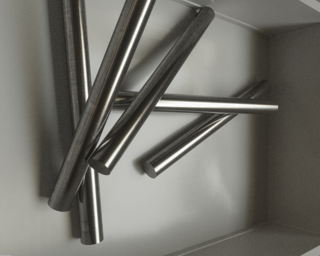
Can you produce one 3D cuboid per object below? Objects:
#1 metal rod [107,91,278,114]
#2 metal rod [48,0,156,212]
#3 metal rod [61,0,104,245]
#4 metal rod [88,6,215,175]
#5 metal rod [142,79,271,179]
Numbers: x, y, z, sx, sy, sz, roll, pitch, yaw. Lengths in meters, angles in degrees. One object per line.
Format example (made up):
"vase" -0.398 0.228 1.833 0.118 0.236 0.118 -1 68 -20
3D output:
"metal rod" 0.064 -0.033 0.441 0.303 0.025 0.025 -1 91 -34
"metal rod" -0.045 -0.053 0.292 0.025 0.025 0.298 14 105 -40
"metal rod" -0.085 -0.024 0.336 0.025 0.025 0.298 -7 94 -40
"metal rod" 0.006 -0.067 0.383 0.025 0.025 0.301 53 50 -27
"metal rod" 0.090 -0.012 0.484 0.302 0.025 0.025 -33 111 -35
